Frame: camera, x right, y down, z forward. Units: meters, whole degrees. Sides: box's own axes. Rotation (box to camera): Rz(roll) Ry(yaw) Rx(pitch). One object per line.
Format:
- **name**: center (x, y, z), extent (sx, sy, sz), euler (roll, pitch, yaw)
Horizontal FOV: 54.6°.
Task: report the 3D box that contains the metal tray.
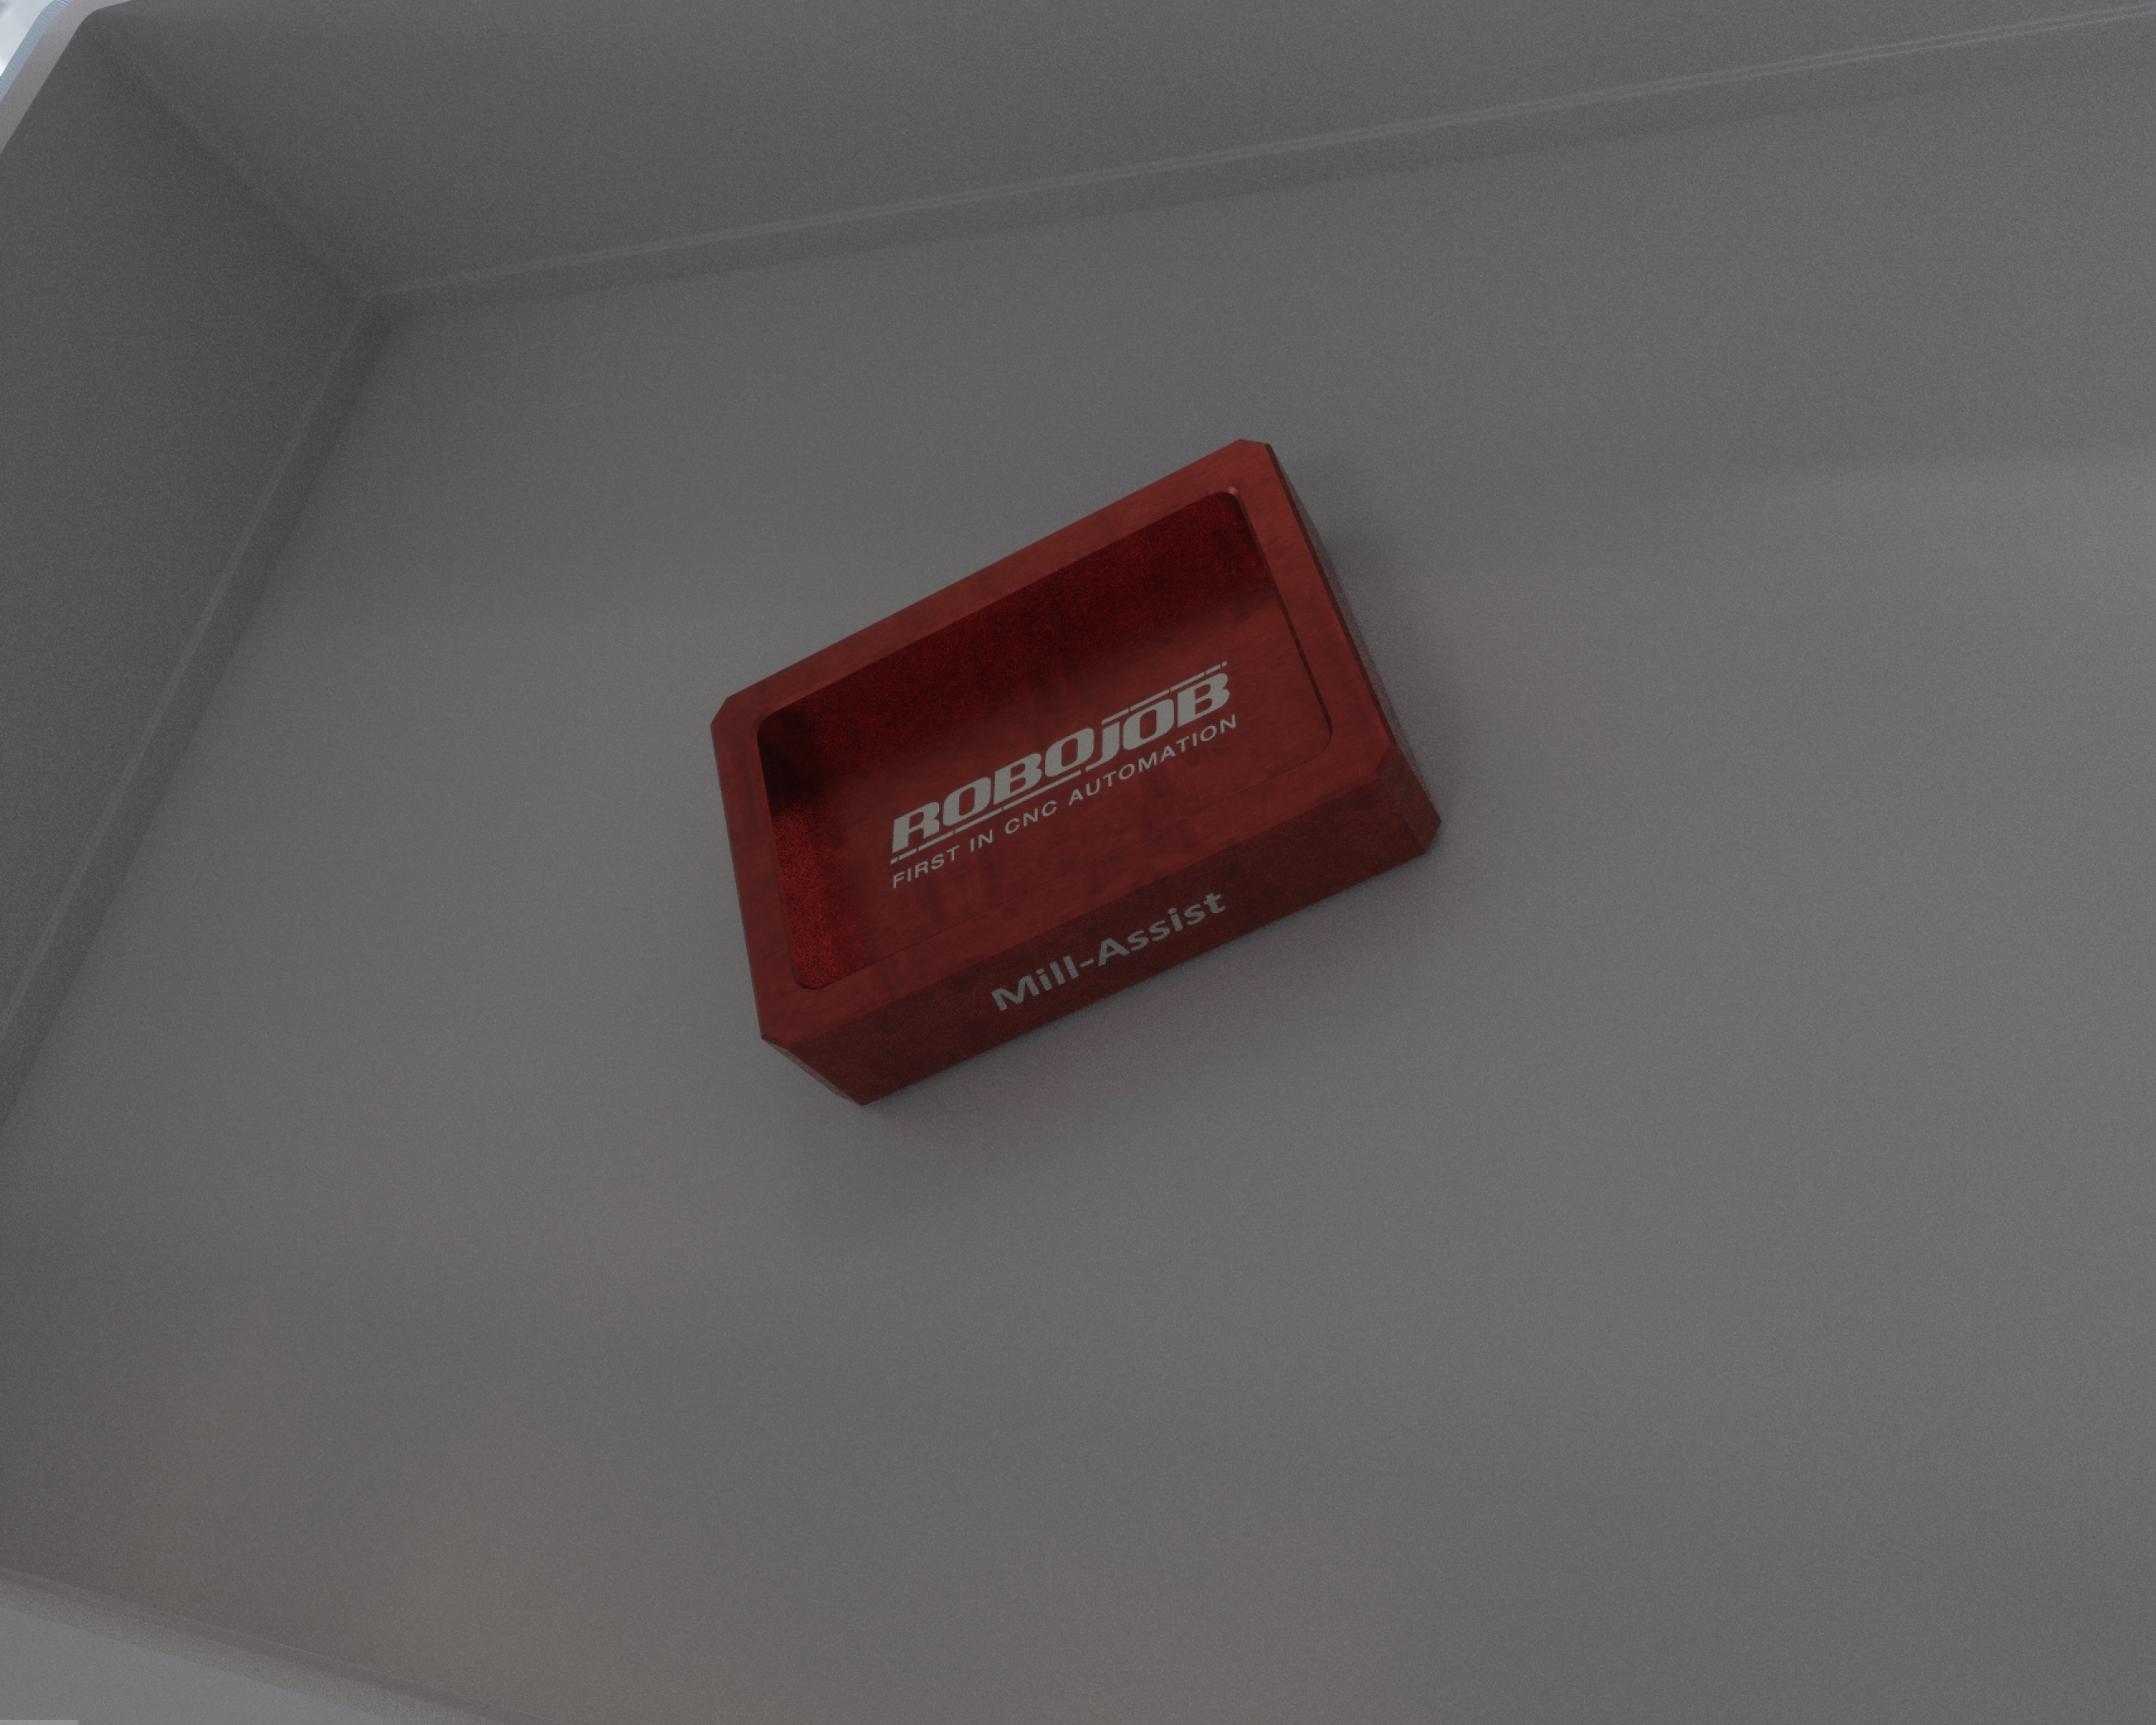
- **metal tray**: center (-0.005, -0.018, 0.413), extent (0.130, 0.030, 0.090), euler (-25, 53, 12)
